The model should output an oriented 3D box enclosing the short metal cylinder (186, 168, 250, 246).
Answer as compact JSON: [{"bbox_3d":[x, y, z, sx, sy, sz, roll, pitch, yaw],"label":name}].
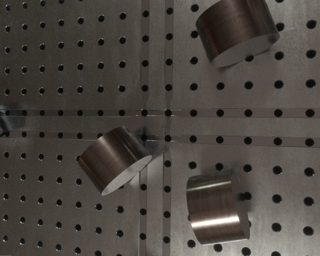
[{"bbox_3d":[0.068,0.091,0.359,0.050,0.080,0.080,-15,85,19],"label":"short metal cylinder"}]

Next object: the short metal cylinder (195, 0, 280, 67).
[{"bbox_3d":[0.087,-0.109,0.352,0.080,0.080,0.050,-21,83,18],"label":"short metal cylinder"}]

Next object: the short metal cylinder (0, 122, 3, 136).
[{"bbox_3d":[-0.298,-0.005,0.486,0.080,0.080,0.050,-30,81,17],"label":"short metal cylinder"}]

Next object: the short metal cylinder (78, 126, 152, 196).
[{"bbox_3d":[-0.057,0.042,0.403,0.080,0.080,0.050,-44,77,14],"label":"short metal cylinder"}]
